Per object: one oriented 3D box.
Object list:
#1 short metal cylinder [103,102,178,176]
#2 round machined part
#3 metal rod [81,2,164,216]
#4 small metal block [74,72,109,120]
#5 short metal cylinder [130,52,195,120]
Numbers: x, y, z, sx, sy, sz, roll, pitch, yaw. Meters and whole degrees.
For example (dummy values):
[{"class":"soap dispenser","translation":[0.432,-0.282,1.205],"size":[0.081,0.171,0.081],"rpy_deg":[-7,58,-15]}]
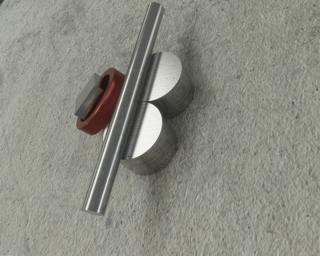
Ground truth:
[{"class":"short metal cylinder","translation":[-0.024,0.014,0.393],"size":[0.080,0.050,0.080],"rpy_deg":[-13,55,20]},{"class":"round machined part","translation":[-0.074,-0.032,0.437],"size":[0.098,0.042,0.098],"rpy_deg":[-42,31,33]},{"class":"metal rod","translation":[-0.038,-0.043,0.388],"size":[0.025,0.025,0.300],"rpy_deg":[-1,61,28]},{"class":"small metal block","translation":[-0.093,-0.042,0.428],"size":[0.050,0.025,0.050],"rpy_deg":[-51,27,16]},{"class":"short metal cylinder","translation":[0.001,-0.057,0.424],"size":[0.080,0.050,0.080],"rpy_deg":[-13,56,21]}]
